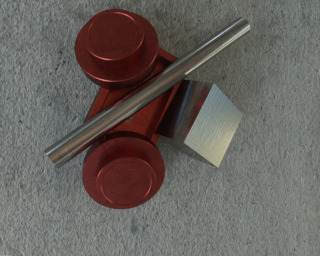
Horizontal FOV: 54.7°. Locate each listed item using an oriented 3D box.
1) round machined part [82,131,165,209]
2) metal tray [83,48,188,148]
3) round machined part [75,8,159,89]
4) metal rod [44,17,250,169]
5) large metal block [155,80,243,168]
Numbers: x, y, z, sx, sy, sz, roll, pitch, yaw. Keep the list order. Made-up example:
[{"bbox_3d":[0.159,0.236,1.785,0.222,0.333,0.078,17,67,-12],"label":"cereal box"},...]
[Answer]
[{"bbox_3d":[-0.041,0.056,0.368,0.099,0.042,0.097,-4,111,-11],"label":"round machined part"},{"bbox_3d":[-0.029,-0.043,0.397,0.090,0.030,0.130,26,81,-18],"label":"metal tray"},{"bbox_3d":[-0.051,-0.098,0.361,0.099,0.042,0.098,0,71,1],"label":"round machined part"},{"bbox_3d":[-0.002,-0.052,0.378,0.301,0.025,0.025,-37,102,-16],"label":"metal rod"},{"bbox_3d":[0.053,-0.005,0.402,0.080,0.050,0.080,36,77,-41],"label":"large metal block"}]
